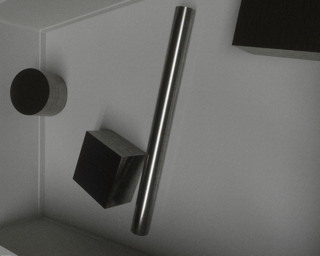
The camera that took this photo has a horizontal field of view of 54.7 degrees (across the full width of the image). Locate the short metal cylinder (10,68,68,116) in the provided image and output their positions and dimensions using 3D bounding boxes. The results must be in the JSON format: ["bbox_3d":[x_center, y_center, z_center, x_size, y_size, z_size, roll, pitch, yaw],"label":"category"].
[{"bbox_3d":[-0.212,-0.061,0.545,0.080,0.050,0.079,0,89,18],"label":"short metal cylinder"}]

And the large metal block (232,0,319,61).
[{"bbox_3d":[0.123,-0.109,0.288,0.080,0.050,0.079,18,101,38],"label":"large metal block"}]

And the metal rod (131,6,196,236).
[{"bbox_3d":[0.002,-0.002,0.403,0.025,0.025,0.298,19,102,38],"label":"metal rod"}]

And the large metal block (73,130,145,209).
[{"bbox_3d":[-0.074,0.057,0.449,0.080,0.050,0.079,31,109,35],"label":"large metal block"}]
